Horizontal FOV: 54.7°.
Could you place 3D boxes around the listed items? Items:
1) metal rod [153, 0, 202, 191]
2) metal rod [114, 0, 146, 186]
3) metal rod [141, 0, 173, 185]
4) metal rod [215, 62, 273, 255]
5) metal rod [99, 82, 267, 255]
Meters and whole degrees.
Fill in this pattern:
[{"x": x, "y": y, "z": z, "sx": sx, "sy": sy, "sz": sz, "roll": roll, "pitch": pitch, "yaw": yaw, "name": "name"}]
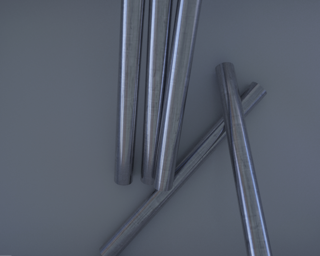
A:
[{"x": 0.022, "y": -0.065, "z": 0.337, "sx": 0.025, "sy": 0.025, "sz": 0.298, "roll": 7, "pitch": 111, "yaw": 0, "name": "metal rod"}, {"x": -0.034, "y": -0.064, "z": 0.348, "sx": 0.025, "sy": 0.025, "sz": 0.298, "roll": 6, "pitch": 116, "yaw": 0, "name": "metal rod"}, {"x": -0.004, "y": -0.065, "z": 0.348, "sx": 0.025, "sy": 0.025, "sz": 0.298, "roll": 4, "pitch": 116, "yaw": 0, "name": "metal rod"}, {"x": 0.096, "y": 0.055, "z": 0.351, "sx": 0.025, "sy": 0.025, "sz": 0.299, "roll": -4, "pitch": 65, "yaw": 0, "name": "metal rod"}, {"x": 0.031, "y": 0.057, "z": 0.411, "sx": 0.025, "sy": 0.025, "sz": 0.300, "roll": 43, "pitch": 90, "yaw": 0, "name": "metal rod"}]
